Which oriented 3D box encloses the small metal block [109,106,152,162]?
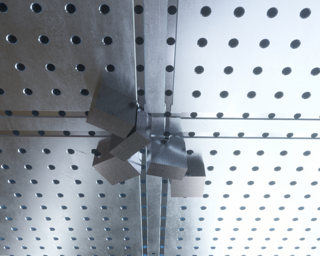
[{"bbox_3d":[-0.038,0.008,0.401,0.050,0.050,0.025,-37,121,26],"label":"small metal block"}]

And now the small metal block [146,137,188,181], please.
[{"bbox_3d":[0.009,0.042,0.431,0.050,0.050,0.025,11,129,-10],"label":"small metal block"}]

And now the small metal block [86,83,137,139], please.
[{"bbox_3d":[-0.057,-0.021,0.377,0.050,0.050,0.025,25,126,-20],"label":"small metal block"}]

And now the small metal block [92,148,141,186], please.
[{"bbox_3d":[-0.063,0.053,0.456,0.050,0.025,0.050,-23,127,18],"label":"small metal block"}]

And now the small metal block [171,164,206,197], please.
[{"bbox_3d":[0.043,0.083,0.483,0.050,0.025,0.050,0,130,-1],"label":"small metal block"}]
